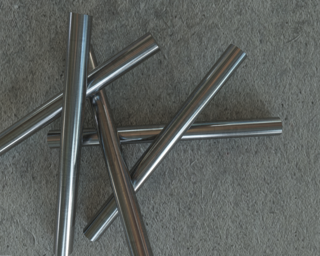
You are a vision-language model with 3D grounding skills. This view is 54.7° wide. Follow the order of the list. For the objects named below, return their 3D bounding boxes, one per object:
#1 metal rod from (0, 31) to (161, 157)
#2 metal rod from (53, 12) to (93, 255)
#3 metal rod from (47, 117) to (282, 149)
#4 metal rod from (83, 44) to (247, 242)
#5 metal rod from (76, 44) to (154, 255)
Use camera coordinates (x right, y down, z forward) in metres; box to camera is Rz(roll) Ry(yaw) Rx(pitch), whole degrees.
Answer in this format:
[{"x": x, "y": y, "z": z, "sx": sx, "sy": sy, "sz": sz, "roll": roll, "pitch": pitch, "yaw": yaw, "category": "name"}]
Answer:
[{"x": -0.132, "y": -0.023, "z": 0.380, "sx": 0.300, "sy": 0.025, "sz": 0.025, "roll": -31, "pitch": 90, "yaw": 11, "category": "metal rod"}, {"x": -0.105, "y": 0.022, "z": 0.366, "sx": 0.025, "sy": 0.025, "sz": 0.298, "roll": 9, "pitch": 107, "yaw": 0, "category": "metal rod"}, {"x": 0.007, "y": 0.006, "z": 0.409, "sx": 0.302, "sy": 0.025, "sz": 0.025, "roll": -3, "pitch": 90, "yaw": 0, "category": "metal rod"}, {"x": 0.001, "y": 0.025, "z": 0.387, "sx": 0.025, "sy": 0.025, "sz": 0.299, "roll": 38, "pitch": 99, "yaw": 0, "category": "metal rod"}, {"x": -0.057, "y": 0.033, "z": 0.377, "sx": 0.025, "sy": 0.025, "sz": 0.299, "roll": -18, "pitch": 77, "yaw": 0, "category": "metal rod"}]
